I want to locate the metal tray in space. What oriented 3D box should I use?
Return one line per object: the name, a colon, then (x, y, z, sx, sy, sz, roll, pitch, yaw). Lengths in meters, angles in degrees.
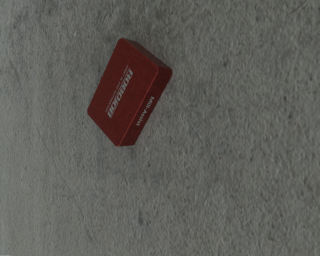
metal tray: (-0.048, -0.049, 0.442, 0.090, 0.030, 0.129, 44, 116, 31)
